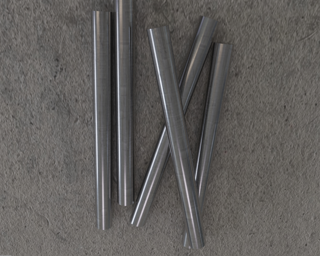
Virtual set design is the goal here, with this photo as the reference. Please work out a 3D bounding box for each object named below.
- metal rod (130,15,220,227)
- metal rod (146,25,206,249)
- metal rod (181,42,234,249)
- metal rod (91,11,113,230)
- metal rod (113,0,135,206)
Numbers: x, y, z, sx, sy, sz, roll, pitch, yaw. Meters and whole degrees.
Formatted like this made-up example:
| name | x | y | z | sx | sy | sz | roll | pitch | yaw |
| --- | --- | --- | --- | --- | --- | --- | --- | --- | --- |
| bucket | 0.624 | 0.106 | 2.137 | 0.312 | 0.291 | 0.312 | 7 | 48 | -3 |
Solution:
| name | x | y | z | sx | sy | sz | roll | pitch | yaw |
| --- | --- | --- | --- | --- | --- | --- | --- | --- | --- |
| metal rod | 0.013 | 0.005 | 0.411 | 0.025 | 0.025 | 0.298 | 17 | 109 | -6 |
| metal rod | 0.025 | 0.026 | 0.391 | 0.025 | 0.025 | 0.298 | -10 | 110 | 4 |
| metal rod | 0.061 | 0.037 | 0.423 | 0.025 | 0.025 | 0.298 | 6 | 110 | -2 |
| metal rod | -0.075 | 0.004 | 0.410 | 0.025 | 0.025 | 0.298 | 3 | 110 | -1 |
| metal rod | -0.045 | -0.034 | 0.396 | 0.025 | 0.025 | 0.298 | 2 | 110 | -1 |
